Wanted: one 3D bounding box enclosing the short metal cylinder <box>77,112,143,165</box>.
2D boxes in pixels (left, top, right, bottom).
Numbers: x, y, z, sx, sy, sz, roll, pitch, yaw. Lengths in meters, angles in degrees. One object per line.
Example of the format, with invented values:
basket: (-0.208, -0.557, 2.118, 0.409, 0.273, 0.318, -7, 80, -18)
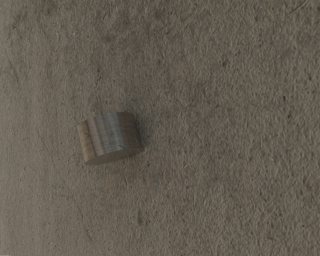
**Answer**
short metal cylinder: (-0.068, 0.016, 0.426, 0.080, 0.081, 0.050, -26, 74, 37)
